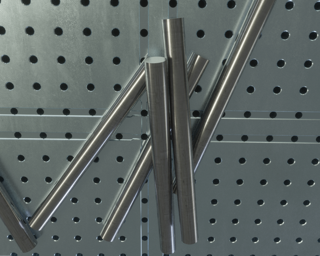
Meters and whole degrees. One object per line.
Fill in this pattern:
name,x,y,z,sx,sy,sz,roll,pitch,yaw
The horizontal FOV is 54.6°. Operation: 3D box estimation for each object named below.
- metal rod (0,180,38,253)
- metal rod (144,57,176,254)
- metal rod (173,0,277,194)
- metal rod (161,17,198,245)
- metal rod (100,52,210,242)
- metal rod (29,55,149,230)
metal rod,-0.251,0.051,0.430,0.025,0.025,0.299,-19,109,7
metal rod,0.004,0.056,0.411,0.025,0.025,0.298,-3,119,1
metal rod,0.078,-0.041,0.398,0.025,0.025,0.298,19,109,-7
metal rod,0.028,0.019,0.392,0.025,0.025,0.298,-5,110,2
metal rod,-0.014,0.038,0.427,0.025,0.025,0.298,24,108,-9
metal rod,-0.095,0.031,0.423,0.025,0.025,0.299,35,106,-12
